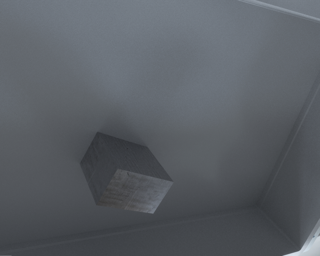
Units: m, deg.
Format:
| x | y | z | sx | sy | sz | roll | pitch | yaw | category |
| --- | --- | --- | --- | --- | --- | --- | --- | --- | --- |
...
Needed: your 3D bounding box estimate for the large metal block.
| x | y | z | sx | sy | sz | roll | pitch | yaw | category |
| --- | --- | --- | --- | --- | --- | --- | --- | --- | --- |
| -0.043 | 0.055 | 0.385 | 0.080 | 0.080 | 0.050 | 20 | 107 | -36 | large metal block |
